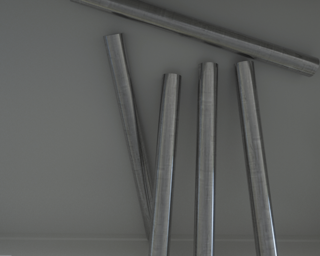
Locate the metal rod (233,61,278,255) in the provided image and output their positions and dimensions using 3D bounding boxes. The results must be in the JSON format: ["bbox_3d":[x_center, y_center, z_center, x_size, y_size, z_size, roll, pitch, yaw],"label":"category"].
[{"bbox_3d":[0.119,0.068,0.374,0.025,0.025,0.298,-6,86,2],"label":"metal rod"}]

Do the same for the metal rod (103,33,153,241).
[{"bbox_3d":[-0.032,0.026,0.420,0.025,0.025,0.298,-9,110,3],"label":"metal rod"}]

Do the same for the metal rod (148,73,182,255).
[{"bbox_3d":[0.004,0.083,0.375,0.025,0.025,0.298,4,84,-2],"label":"metal rod"}]

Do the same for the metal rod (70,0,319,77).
[{"bbox_3d":[0.046,-0.116,0.368,0.302,0.025,0.025,16,109,-6],"label":"metal rod"}]

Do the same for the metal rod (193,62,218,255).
[{"bbox_3d":[0.055,0.070,0.374,0.025,0.025,0.298,2,86,-1],"label":"metal rod"}]
